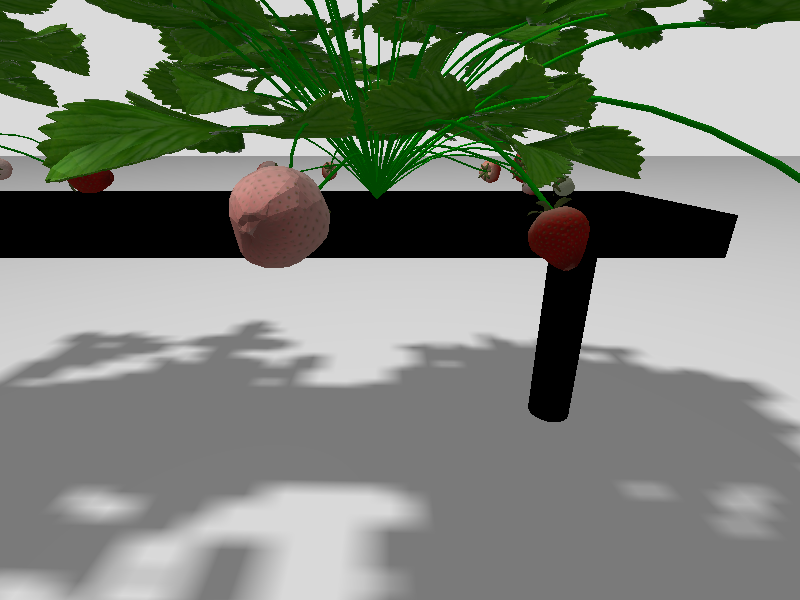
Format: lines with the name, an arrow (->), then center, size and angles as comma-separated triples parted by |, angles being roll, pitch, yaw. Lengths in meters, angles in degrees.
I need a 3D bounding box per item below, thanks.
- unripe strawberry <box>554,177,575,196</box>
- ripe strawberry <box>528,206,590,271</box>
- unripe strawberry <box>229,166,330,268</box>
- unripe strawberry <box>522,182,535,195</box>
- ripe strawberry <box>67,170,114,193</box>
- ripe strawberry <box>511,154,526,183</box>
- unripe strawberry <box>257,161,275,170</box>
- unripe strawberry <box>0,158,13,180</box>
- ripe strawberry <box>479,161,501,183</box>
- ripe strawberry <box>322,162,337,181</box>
unripe strawberry -> 0.147, -0.101, 0.357 | 0.018, 0.017, 0.016 | 13, 19, -12
ripe strawberry -> 0.060, -0.022, 0.150 | 0.021, 0.023, 0.022 | -8, -17, -20
unripe strawberry -> -0.045, -0.029, 0.146 | 0.036, 0.038, 0.038 | 3, 22, 7
unripe strawberry -> 0.117, -0.100, 0.358 | 0.015, 0.013, 0.015 | 37, 11, -20
ripe strawberry -> -0.279, -0.112, 0.361 | 0.035, 0.030, 0.035 | -2, 21, -7
ripe strawberry -> 0.156, -0.160, 0.483 | 0.040, 0.039, 0.037 | -17, 27, -39
unripe strawberry -> -0.137, -0.130, 0.414 | 0.026, 0.027, 0.024 | 14, 25, 33
unripe strawberry -> -0.525, -0.173, 0.527 | 0.027, 0.028, 0.029 | -6, 10, -14
ripe strawberry -> 0.112, -0.158, 0.492 | 0.025, 0.027, 0.027 | 16, 26, 35
ripe strawberry -> -0.088, -0.159, 0.496 | 0.019, 0.022, 0.021 | -8, -3, -20
